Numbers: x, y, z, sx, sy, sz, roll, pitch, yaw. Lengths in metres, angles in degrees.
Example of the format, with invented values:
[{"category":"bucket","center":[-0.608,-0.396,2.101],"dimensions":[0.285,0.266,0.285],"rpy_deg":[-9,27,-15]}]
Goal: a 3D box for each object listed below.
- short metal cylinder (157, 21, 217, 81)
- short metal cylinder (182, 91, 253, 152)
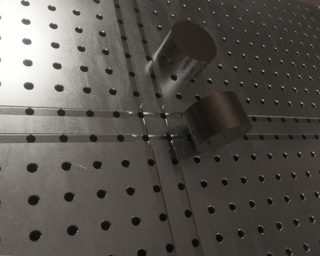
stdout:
[{"category":"short metal cylinder","center":[0.042,-0.122,0.491],"dimensions":[0.081,0.050,0.080],"rpy_deg":[14,56,-21]},{"category":"short metal cylinder","center":[0.077,-0.007,0.421],"dimensions":[0.081,0.080,0.050],"rpy_deg":[-8,66,-32]}]
